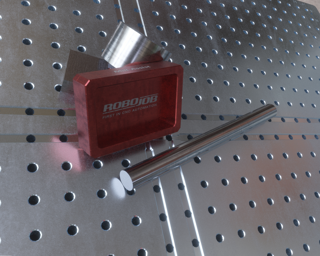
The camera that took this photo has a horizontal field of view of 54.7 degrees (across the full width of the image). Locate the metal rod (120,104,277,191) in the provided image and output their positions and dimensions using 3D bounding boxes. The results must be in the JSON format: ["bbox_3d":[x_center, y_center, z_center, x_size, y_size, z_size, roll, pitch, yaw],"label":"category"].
[{"bbox_3d":[0.075,0.015,0.441,0.302,0.025,0.025,-21,74,-36],"label":"metal rod"}]

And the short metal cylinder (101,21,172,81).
[{"bbox_3d":[-0.030,-0.099,0.413,0.080,0.050,0.080,31,14,-8],"label":"short metal cylinder"}]

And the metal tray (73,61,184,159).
[{"bbox_3d":[-0.032,-0.026,0.367,0.131,0.089,0.030,-17,30,-35],"label":"metal tray"}]

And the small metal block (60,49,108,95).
[{"bbox_3d":[-0.096,-0.067,0.398,0.050,0.025,0.050,14,56,-21],"label":"small metal block"}]
